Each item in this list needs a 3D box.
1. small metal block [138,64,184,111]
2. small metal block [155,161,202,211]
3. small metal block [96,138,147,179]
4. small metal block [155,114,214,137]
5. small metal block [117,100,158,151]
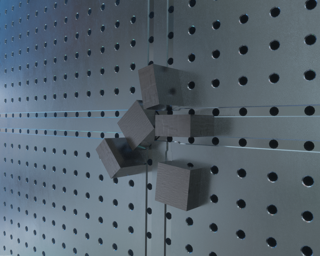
[{"bbox_3d":[0.002,-0.050,0.392,0.025,0.050,0.050,-15,81,39],"label":"small metal block"},{"bbox_3d":[0.023,0.071,0.392,0.050,0.025,0.050,8,95,39],"label":"small metal block"},{"bbox_3d":[-0.055,0.041,0.440,0.025,0.050,0.050,-48,62,29],"label":"small metal block"},{"bbox_3d":[0.030,-0.003,0.369,0.050,0.050,0.025,1,91,40],"label":"small metal block"},{"bbox_3d":[-0.026,-0.003,0.432,0.050,0.025,0.050,-47,62,30],"label":"small metal block"}]
